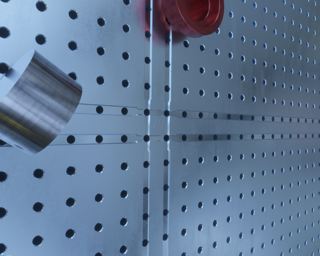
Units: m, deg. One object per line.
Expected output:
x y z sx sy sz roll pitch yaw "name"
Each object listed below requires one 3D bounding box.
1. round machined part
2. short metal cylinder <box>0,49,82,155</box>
0.042 -0.175 0.433 0.099 0.042 0.097 0 90 -40 "round machined part"
-0.116 -0.023 0.276 0.050 0.080 0.080 40 66 -33 "short metal cylinder"
